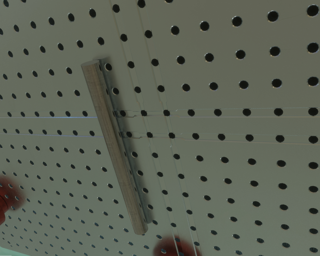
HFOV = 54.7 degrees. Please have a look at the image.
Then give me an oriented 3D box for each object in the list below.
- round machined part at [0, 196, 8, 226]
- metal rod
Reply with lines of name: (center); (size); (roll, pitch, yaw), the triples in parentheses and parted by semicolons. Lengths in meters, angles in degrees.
round machined part: (-0.400, 0.186, 0.726); (0.098, 0.042, 0.097); (13, 124, 21)
metal rod: (-0.062, 0.045, 0.471); (0.025, 0.025, 0.298); (2, 119, 27)
